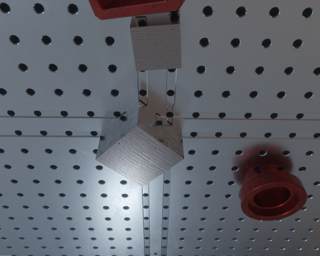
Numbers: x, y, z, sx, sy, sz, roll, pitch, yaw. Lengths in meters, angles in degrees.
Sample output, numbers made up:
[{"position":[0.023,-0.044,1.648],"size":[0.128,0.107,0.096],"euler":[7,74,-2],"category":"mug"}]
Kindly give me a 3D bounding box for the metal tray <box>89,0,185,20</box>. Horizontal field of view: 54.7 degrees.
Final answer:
[{"position":[-0.033,-0.159,0.251],"size":[0.090,0.030,0.129],"euler":[3,135,26],"category":"metal tray"}]

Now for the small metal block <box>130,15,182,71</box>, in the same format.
[{"position":[-0.003,-0.091,0.334],"size":[0.050,0.025,0.050],"euler":[-4,130,3],"category":"small metal block"}]

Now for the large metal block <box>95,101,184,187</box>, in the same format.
[{"position":[-0.026,0.024,0.415],"size":[0.080,0.050,0.080],"euler":[37,121,-27],"category":"large metal block"}]

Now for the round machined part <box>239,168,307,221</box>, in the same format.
[{"position":[0.173,0.101,0.488],"size":[0.099,0.042,0.097],"euler":[0,130,0],"category":"round machined part"}]
